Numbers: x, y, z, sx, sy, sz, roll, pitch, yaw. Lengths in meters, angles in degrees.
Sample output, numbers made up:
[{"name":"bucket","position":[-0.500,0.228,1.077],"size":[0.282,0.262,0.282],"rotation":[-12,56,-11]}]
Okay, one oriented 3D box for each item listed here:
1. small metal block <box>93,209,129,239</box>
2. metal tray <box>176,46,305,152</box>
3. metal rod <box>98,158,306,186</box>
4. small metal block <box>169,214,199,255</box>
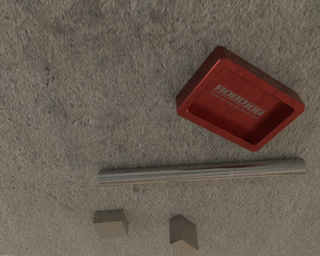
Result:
[{"name":"small metal block","position":[-0.086,0.171,0.552],"size":[0.050,0.025,0.050],"rotation":[-6,130,5]},{"name":"metal tray","position":[0.096,-0.030,0.379],"size":[0.131,0.030,0.090],"rotation":[25,126,-21]},{"name":"metal rod","position":[0.060,0.066,0.464],"size":[0.302,0.025,0.025],"rotation":[-4,130,2]},{"name":"small metal block","position":[0.042,0.191,0.554],"size":[0.025,0.050,0.050],"rotation":[-32,123,24]}]
